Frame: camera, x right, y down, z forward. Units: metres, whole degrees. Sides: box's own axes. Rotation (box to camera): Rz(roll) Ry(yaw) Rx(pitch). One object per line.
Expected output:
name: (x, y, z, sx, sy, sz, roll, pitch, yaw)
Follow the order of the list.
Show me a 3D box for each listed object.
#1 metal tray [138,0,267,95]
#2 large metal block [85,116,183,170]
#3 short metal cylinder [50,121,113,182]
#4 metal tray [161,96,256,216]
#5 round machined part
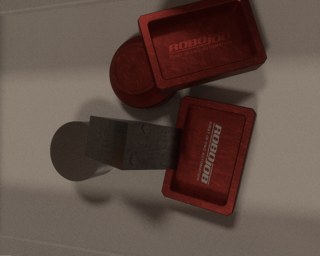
metal tray: (0.048, -0.100, 0.366, 0.131, 0.030, 0.090, -15, 85, -3)
large metal block: (-0.032, 0.017, 0.376, 0.080, 0.081, 0.050, 11, 93, 48)
short metal cylinder: (-0.103, 0.031, 0.432, 0.080, 0.050, 0.079, 0, 90, 19)
metal tray: (0.060, 0.032, 0.385, 0.090, 0.030, 0.129, 13, 94, 19)
round machined part: (-0.024, -0.075, 0.409, 0.098, 0.042, 0.097, 0, 90, 19)
